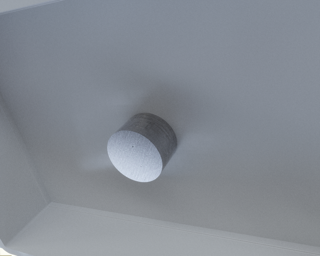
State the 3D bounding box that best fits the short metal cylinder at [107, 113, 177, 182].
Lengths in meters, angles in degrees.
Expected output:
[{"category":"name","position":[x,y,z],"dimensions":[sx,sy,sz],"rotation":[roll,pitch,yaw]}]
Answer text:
[{"category":"short metal cylinder","position":[-0.023,0.026,0.419],"dimensions":[0.080,0.050,0.079],"rotation":[13,124,20]}]
